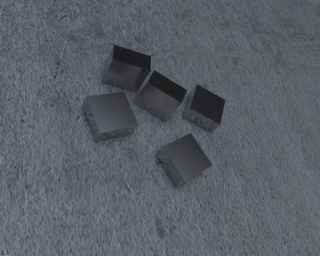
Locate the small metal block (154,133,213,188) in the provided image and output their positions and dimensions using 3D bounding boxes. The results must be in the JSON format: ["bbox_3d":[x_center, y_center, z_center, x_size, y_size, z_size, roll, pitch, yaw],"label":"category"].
[{"bbox_3d":[0.030,0.041,0.395,0.050,0.025,0.050,-23,74,-36],"label":"small metal block"}]

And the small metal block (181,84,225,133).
[{"bbox_3d":[0.065,-0.029,0.456,0.050,0.025,0.050,28,52,-11],"label":"small metal block"}]

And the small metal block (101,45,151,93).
[{"bbox_3d":[-0.045,-0.077,0.410,0.050,0.050,0.025,13,57,-21],"label":"small metal block"}]

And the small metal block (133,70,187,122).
[{"bbox_3d":[0.000,-0.041,0.412,0.050,0.050,0.025,30,52,-9],"label":"small metal block"}]

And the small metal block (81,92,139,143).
[{"bbox_3d":[-0.061,-0.014,0.379,0.050,0.025,0.050,-12,68,-33],"label":"small metal block"}]
